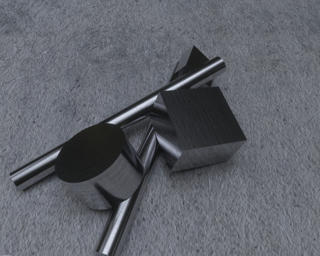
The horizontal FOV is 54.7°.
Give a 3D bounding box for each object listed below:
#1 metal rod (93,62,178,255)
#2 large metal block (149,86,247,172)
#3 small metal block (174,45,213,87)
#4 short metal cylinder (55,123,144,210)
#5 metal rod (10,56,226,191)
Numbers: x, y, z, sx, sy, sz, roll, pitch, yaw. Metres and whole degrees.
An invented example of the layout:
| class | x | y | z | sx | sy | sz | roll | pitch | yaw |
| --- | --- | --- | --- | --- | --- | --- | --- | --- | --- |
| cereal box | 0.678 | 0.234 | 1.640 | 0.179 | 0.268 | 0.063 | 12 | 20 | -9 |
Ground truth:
| class | x | y | z | sx | sy | sz | roll | pitch | yaw |
| --- | --- | --- | --- | --- | --- | --- | --- | --- | --- |
| metal rod | -0.009 | 0.015 | 0.391 | 0.025 | 0.025 | 0.300 | 14 | 51 | 11 |
| large metal block | 0.042 | 0.000 | 0.370 | 0.081 | 0.050 | 0.080 | -8 | 59 | -23 |
| small metal block | 0.054 | -0.086 | 0.461 | 0.050 | 0.025 | 0.050 | 38 | 49 | -20 |
| short metal cylinder | -0.064 | 0.041 | 0.337 | 0.080 | 0.050 | 0.080 | -15 | 41 | 14 |
| metal rod | -0.040 | -0.014 | 0.393 | 0.302 | 0.025 | 0.025 | -31 | 57 | -16 |
